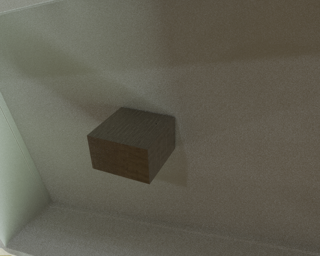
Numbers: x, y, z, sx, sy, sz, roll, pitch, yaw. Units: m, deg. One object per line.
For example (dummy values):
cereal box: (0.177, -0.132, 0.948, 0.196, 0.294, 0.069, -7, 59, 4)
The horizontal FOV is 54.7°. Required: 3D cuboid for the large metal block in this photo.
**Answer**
large metal block: (-0.033, 0.019, 0.397, 0.080, 0.080, 0.050, 12, 123, 21)
